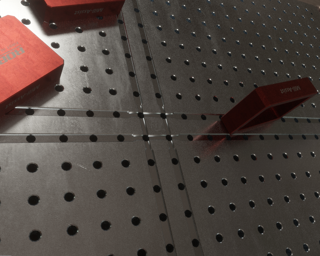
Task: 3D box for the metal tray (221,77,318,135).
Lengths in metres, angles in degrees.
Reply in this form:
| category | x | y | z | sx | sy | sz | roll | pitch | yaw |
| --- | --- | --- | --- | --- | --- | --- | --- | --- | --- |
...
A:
| category | x | y | z | sx | sy | sz | roll | pitch | yaw |
| --- | --- | --- | --- | --- | --- | --- | --- | --- | --- |
| metal tray | 0.170 | -0.034 | 0.481 | 0.131 | 0.090 | 0.030 | -14 | 69 | -34 |

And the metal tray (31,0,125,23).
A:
| category | x | y | z | sx | sy | sz | roll | pitch | yaw |
| --- | --- | --- | --- | --- | --- | --- | --- | --- | --- |
| metal tray | -0.128 | -0.208 | 0.464 | 0.131 | 0.030 | 0.090 | -24 | 75 | -37 |

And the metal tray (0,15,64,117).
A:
| category | x | y | z | sx | sy | sz | roll | pitch | yaw |
| --- | --- | --- | --- | --- | --- | --- | --- | --- | --- |
| metal tray | -0.186 | -0.065 | 0.345 | 0.090 | 0.030 | 0.131 | 42 | 51 | 0 |
